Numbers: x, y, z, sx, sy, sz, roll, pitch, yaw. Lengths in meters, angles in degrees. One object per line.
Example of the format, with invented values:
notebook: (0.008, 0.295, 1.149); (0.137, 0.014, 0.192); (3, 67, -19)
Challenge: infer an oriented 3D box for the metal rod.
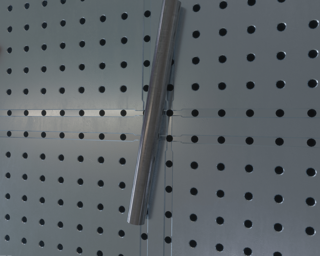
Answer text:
metal rod: (-0.009, -0.019, 0.415); (0.025, 0.025, 0.298); (11, 93, 19)
